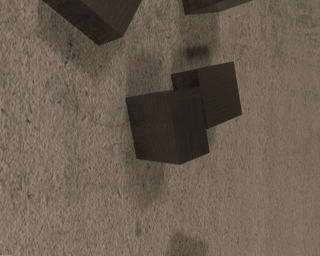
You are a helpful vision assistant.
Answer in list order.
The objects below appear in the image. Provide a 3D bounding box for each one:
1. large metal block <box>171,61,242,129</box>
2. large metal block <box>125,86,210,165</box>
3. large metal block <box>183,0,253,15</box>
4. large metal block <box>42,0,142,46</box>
[{"bbox_3d":[0.069,-0.048,0.449,0.081,0.050,0.079,-20,103,-39],"label":"large metal block"},{"bbox_3d":[0.008,-0.004,0.378,0.050,0.080,0.079,-16,101,-39],"label":"large metal block"},{"bbox_3d":[0.087,-0.200,0.444,0.081,0.080,0.050,-21,104,-38],"label":"large metal block"},{"bbox_3d":[-0.067,-0.150,0.333,0.080,0.050,0.080,36,68,-35],"label":"large metal block"}]
